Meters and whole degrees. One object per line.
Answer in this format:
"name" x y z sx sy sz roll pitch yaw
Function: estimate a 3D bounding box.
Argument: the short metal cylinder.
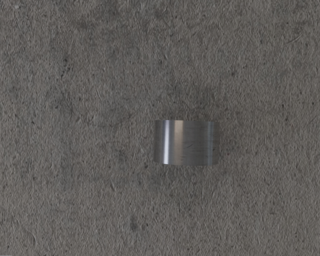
"short metal cylinder" 0.032 0.017 0.383 0.080 0.080 0.050 2 90 0
